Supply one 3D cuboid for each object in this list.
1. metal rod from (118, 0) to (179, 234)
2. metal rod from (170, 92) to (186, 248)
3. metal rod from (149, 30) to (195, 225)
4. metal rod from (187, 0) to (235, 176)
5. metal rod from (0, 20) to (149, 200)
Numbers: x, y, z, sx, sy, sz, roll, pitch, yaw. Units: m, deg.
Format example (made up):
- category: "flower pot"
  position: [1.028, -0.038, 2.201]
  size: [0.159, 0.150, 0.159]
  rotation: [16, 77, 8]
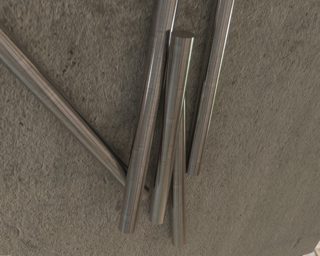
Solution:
- category: "metal rod"
  position: [-0.018, -0.001, 0.374]
  size: [0.025, 0.025, 0.298]
  rotation: [0, 112, -29]
- category: "metal rod"
  position: [0.027, 0.077, 0.468]
  size: [0.025, 0.025, 0.298]
  rotation: [-16, 125, -19]
- category: "metal rod"
  position: [0.009, 0.023, 0.406]
  size: [0.025, 0.025, 0.298]
  rotation: [-11, 129, -23]
- category: "metal rod"
  position: [0.064, -0.063, 0.402]
  size: [0.025, 0.025, 0.298]
  rotation: [-8, 122, -24]
- category: "metal rod"
  position: [-0.092, -0.001, 0.356]
  size: [0.025, 0.025, 0.300]
  rotation: [-37, 129, -4]
